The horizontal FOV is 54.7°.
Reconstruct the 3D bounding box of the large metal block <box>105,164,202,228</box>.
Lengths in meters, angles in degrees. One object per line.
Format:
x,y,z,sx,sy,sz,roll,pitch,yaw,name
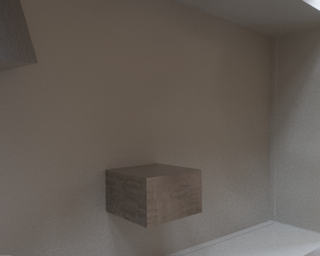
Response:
-0.008,0.074,0.364,0.081,0.080,0.050,-2,91,-40,large metal block

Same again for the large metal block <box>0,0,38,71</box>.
-0.146,-0.085,0.240,0.050,0.080,0.080,-12,101,3,large metal block
